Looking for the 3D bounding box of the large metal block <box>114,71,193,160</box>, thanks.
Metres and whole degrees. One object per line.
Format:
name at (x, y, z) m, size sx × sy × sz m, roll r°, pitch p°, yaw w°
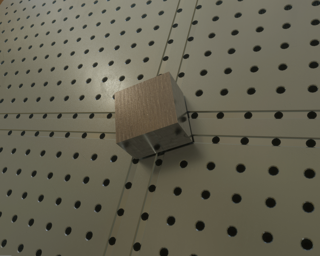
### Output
large metal block at (-0.010, -0.015, 0.402) m, size 0.080 × 0.050 × 0.080 m, roll -19°, pitch 55°, yaw 17°
